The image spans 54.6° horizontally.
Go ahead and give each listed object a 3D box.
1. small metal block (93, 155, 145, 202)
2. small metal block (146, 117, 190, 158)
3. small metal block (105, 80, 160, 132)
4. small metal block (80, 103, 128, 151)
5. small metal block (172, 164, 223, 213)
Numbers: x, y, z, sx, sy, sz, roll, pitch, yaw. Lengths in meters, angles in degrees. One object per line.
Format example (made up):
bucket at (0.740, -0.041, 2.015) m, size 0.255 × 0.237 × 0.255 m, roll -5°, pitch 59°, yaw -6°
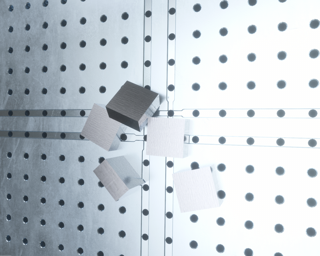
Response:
small metal block at (-0.054, 0.066, 0.419) m, size 0.025 × 0.050 × 0.050 m, roll -44°, pitch 76°, yaw 15°
small metal block at (0.011, 0.012, 0.409) m, size 0.050 × 0.025 × 0.050 m, roll 4°, pitch 91°, yaw 20°
small metal block at (-0.035, -0.030, 0.412) m, size 0.050 × 0.025 × 0.050 m, roll 25°, pitch 62°, yaw 18°
small metal block at (-0.077, -0.001, 0.440) m, size 0.050 × 0.025 × 0.050 m, roll 29°, pitch 99°, yaw 17°
small metal block at (0.048, 0.077, 0.396) m, size 0.050 × 0.025 × 0.050 m, roll -14°, pitch 85°, yaw 19°
